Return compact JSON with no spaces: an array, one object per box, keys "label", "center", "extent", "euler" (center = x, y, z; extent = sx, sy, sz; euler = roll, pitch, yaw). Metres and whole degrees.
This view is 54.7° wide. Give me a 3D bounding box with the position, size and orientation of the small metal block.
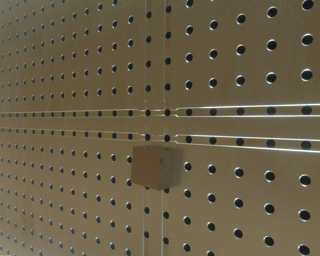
[{"label":"small metal block","center":[-0.011,0.052,0.417],"extent":[0.050,0.025,0.050],"euler":[8,95,39]}]
